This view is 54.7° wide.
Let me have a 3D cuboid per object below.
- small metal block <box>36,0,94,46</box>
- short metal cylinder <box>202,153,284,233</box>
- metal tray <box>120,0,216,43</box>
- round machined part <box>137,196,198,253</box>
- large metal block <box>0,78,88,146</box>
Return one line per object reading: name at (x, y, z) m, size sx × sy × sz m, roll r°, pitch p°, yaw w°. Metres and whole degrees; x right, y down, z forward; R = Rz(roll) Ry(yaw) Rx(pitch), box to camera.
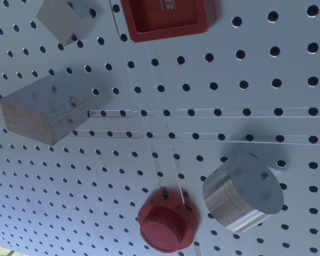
small metal block at (-0.119, -0.140, 0.387) m, size 0.050 × 0.025 × 0.050 m, roll 47°, pitch 129°, yaw -5°
short metal cylinder at (0.099, 0.076, 0.371) m, size 0.080 × 0.080 × 0.050 m, roll 40°, pitch 129°, yaw 1°
metal tray at (-0.001, -0.158, 0.310) m, size 0.090 × 0.030 × 0.129 m, roll 0°, pitch 119°, yaw 28°
round machined part at (0.007, 0.160, 0.496) m, size 0.098 × 0.042 × 0.097 m, roll 13°, pitch 124°, yaw 21°
large metal block at (-0.163, -0.026, 0.446) m, size 0.080 × 0.080 × 0.050 m, roll 17°, pitch 125°, yaw 18°
